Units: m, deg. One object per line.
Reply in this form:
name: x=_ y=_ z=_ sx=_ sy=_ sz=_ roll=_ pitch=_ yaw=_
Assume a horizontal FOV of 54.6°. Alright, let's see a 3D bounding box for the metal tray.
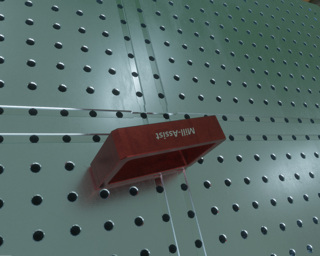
metal tray: x=-0.002 y=0.026 z=0.348 sx=0.131 sy=0.090 sz=0.030 roll=-8 pitch=66 yaw=-32
